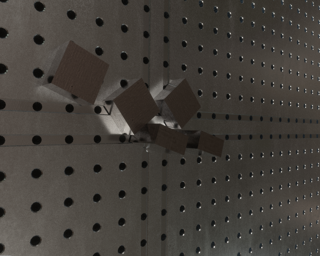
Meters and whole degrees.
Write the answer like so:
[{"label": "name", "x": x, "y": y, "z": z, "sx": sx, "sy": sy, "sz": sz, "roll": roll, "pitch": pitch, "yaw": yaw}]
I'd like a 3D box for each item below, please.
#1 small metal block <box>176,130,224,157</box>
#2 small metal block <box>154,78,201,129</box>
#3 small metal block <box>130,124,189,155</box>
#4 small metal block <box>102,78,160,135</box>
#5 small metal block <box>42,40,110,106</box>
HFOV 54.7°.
[{"label": "small metal block", "x": 0.054, "y": 0.022, "z": 0.441, "sx": 0.050, "sy": 0.050, "sz": 0.025, "roll": 21, "pitch": 77, "yaw": -38}, {"label": "small metal block", "x": 0.024, "y": -0.034, "z": 0.431, "sx": 0.050, "sy": 0.025, "sz": 0.050, "roll": -47, "pitch": 118, "yaw": -30}, {"label": "small metal block", "x": -0.001, "y": 0.014, "z": 0.394, "sx": 0.050, "sy": 0.050, "sz": 0.025, "roll": 24, "pitch": 75, "yaw": -38}, {"label": "small metal block", "x": -0.035, "y": -0.027, "z": 0.382, "sx": 0.050, "sy": 0.025, "sz": 0.050, "roll": -44, "pitch": 117, "yaw": -31}, {"label": "small metal block", "x": -0.090, "y": -0.058, "z": 0.335, "sx": 0.050, "sy": 0.025, "sz": 0.050, "roll": 29, "pitch": 72, "yaw": -37}]
